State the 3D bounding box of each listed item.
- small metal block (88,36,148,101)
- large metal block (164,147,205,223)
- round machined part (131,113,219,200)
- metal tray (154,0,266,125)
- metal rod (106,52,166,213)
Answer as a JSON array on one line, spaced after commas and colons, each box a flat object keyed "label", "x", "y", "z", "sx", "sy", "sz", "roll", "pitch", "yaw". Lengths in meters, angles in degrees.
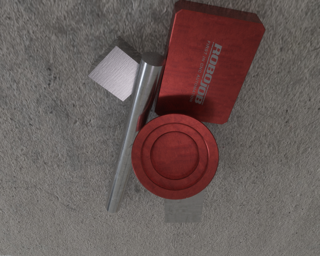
[{"label": "small metal block", "x": -0.044, "y": -0.066, "z": 0.351, "sx": 0.050, "sy": 0.025, "sz": 0.050, "roll": 36, "pitch": 121, "yaw": -27}, {"label": "large metal block", "x": 0.031, "y": 0.076, "z": 0.436, "sx": 0.050, "sy": 0.080, "sz": 0.079, "roll": -1, "pitch": 130, "yaw": 0}, {"label": "round machined part", "x": 0.018, "y": 0.032, "z": 0.368, "sx": 0.099, "sy": 0.042, "sz": 0.097, "roll": 0, "pitch": 91, "yaw": 4}, {"label": "metal tray", "x": 0.049, "y": -0.067, "z": 0.347, "sx": 0.091, "sy": 0.030, "sz": 0.129, "roll": 8, "pitch": 130, "yaw": -7}, {"label": "metal rod", "x": -0.042, "y": 0.031, "z": 0.414, "sx": 0.025, "sy": 0.025, "sz": 0.298, "roll": 11, "pitch": 135, "yaw": -9}]
